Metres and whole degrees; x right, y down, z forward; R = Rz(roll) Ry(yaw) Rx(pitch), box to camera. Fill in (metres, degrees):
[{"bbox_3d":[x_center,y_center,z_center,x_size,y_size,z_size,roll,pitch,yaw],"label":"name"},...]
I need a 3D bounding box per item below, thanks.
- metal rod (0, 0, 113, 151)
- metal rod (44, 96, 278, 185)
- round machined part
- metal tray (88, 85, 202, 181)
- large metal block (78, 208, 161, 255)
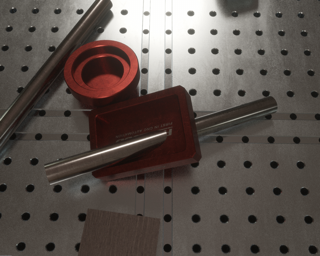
[{"bbox_3d":[-0.159,-0.075,0.437,0.025,0.025,0.300,28,72,9],"label":"metal rod"},{"bbox_3d":[0.014,0.010,0.387,0.302,0.025,0.025,-17,71,-15],"label":"metal rod"},{"bbox_3d":[-0.076,-0.069,0.422,0.099,0.042,0.098,-1,61,2],"label":"round machined part"},{"bbox_3d":[-0.022,0.008,0.382,0.130,0.030,0.090,-14,70,16],"label":"metal tray"},{"bbox_3d":[-0.045,0.139,0.347,0.080,0.050,0.080,8,70,2],"label":"large metal block"}]
